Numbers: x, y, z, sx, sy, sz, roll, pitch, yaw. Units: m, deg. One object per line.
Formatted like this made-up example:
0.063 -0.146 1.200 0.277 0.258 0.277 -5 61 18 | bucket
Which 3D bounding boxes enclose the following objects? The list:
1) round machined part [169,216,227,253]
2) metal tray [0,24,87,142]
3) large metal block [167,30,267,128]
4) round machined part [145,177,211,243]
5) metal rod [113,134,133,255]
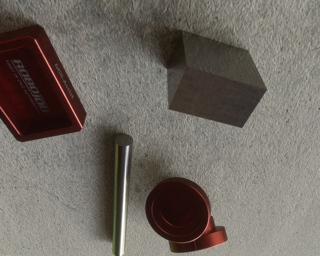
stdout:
0.062 0.178 0.527 0.099 0.042 0.098 -12 167 -3 | round machined part
-0.154 -0.045 0.363 0.090 0.030 0.129 -11 130 8 | metal tray
0.054 -0.053 0.327 0.081 0.080 0.050 14 129 -12 | large metal block
0.030 0.123 0.482 0.098 0.042 0.097 3 100 16 | round machined part
-0.065 0.129 0.516 0.025 0.025 0.298 5 130 -4 | metal rod
